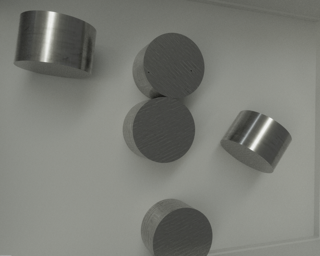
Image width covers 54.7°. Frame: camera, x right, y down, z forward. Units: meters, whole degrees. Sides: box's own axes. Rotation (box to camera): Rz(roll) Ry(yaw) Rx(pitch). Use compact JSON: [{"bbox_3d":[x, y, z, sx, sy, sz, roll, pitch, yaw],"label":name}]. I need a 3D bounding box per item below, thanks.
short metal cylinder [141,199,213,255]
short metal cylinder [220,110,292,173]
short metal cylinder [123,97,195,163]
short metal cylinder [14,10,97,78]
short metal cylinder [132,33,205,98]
[{"bbox_3d":[0.021,0.138,0.405,0.081,0.050,0.080,0,90,-20],"label":"short metal cylinder"},{"bbox_3d":[0.132,0.019,0.430,0.080,0.080,0.050,39,78,-16],"label":"short metal cylinder"},{"bbox_3d":[-0.002,0.002,0.396,0.081,0.050,0.080,0,90,-20],"label":"short metal cylinder"},{"bbox_3d":[-0.113,-0.088,0.339,0.081,0.080,0.050,7,88,-20],"label":"short metal cylinder"},{"bbox_3d":[0.010,-0.076,0.401,0.081,0.050,0.080,0,90,-20],"label":"short metal cylinder"}]
